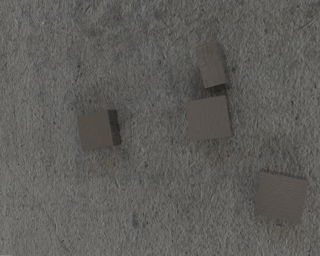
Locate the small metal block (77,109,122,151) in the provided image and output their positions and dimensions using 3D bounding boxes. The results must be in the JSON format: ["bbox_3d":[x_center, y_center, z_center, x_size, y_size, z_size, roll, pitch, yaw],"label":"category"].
[{"bbox_3d":[-0.086,0.003,0.439,0.050,0.025,0.050,-11,86,19],"label":"small metal block"}]

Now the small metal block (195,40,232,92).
[{"bbox_3d":[0.066,-0.072,0.372,0.025,0.050,0.050,-14,86,19],"label":"small metal block"}]

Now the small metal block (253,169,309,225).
[{"bbox_3d":[0.139,0.078,0.360,0.050,0.025,0.050,10,93,19],"label":"small metal block"}]

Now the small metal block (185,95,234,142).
[{"bbox_3d":[0.062,-0.011,0.387,0.050,0.025,0.050,-9,87,19],"label":"small metal block"}]
